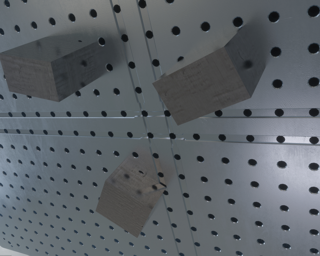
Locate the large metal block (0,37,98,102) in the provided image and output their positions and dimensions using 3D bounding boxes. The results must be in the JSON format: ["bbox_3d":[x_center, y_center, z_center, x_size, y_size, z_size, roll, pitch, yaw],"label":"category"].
[{"bbox_3d":[-0.140,-0.079,0.402,0.080,0.080,0.050,13,124,21],"label":"large metal block"}]

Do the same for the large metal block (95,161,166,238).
[{"bbox_3d":[-0.047,0.114,0.491,0.080,0.050,0.079,30,128,9],"label":"large metal block"}]

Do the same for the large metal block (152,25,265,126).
[{"bbox_3d":[0.052,-0.054,0.315,0.080,0.080,0.050,-21,107,36],"label":"large metal block"}]
